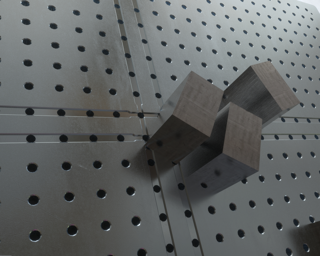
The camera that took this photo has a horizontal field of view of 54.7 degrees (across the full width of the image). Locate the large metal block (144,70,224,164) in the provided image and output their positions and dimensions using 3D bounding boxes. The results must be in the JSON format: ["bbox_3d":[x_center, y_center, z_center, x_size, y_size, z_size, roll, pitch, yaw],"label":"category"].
[{"bbox_3d":[0.031,-0.012,0.399,0.050,0.080,0.080,31,52,-9],"label":"large metal block"}]

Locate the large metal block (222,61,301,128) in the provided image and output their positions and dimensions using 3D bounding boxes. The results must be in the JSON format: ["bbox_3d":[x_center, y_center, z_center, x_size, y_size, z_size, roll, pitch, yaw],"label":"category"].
[{"bbox_3d":[0.153,-0.046,0.486,0.050,0.080,0.080,-20,73,-36],"label":"large metal block"}]

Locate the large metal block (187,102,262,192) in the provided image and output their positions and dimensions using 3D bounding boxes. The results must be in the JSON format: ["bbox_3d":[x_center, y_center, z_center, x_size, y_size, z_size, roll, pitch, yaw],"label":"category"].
[{"bbox_3d":[0.084,0.027,0.404,0.050,0.080,0.080,27,52,-12],"label":"large metal block"}]

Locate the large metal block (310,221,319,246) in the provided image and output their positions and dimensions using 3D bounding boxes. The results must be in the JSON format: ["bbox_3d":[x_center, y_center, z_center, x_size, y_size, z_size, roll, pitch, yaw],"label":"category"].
[{"bbox_3d":[0.278,0.166,0.444,0.081,0.050,0.080,0,62,-28],"label":"large metal block"}]
